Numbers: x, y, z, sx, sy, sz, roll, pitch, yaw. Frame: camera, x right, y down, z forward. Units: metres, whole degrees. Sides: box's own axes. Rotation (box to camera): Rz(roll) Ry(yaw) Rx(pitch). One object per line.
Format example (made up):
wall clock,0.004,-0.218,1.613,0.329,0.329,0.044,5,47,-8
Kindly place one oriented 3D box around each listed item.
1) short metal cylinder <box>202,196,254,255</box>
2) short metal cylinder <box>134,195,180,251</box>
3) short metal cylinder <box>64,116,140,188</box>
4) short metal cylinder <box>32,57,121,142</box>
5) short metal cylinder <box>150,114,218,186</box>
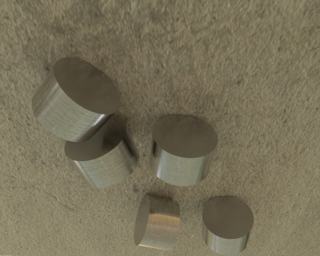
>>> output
short metal cylinder,0.109,0.159,0.508,0.080,0.080,0.050,-3,130,2
short metal cylinder,-0.006,0.153,0.501,0.050,0.080,0.079,16,128,-13
short metal cylinder,-0.072,0.029,0.395,0.080,0.080,0.050,-13,129,10
short metal cylinder,-0.091,-0.031,0.343,0.080,0.080,0.050,32,123,-25
short metal cylinder,0.028,0.027,0.394,0.081,0.080,0.050,4,130,-4
